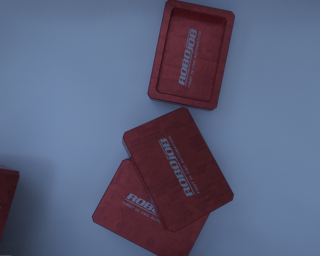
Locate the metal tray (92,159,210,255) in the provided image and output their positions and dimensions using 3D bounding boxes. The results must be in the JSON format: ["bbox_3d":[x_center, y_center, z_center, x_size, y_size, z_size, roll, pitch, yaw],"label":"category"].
[{"bbox_3d":[-0.009,0.107,0.406,0.130,0.030,0.090,28,86,-1],"label":"metal tray"}]

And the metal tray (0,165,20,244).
[{"bbox_3d":[-0.218,0.107,0.369,0.090,0.030,0.129,4,78,43],"label":"metal tray"}]

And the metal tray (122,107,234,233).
[{"bbox_3d":[0.020,0.049,0.384,0.091,0.030,0.130,-25,80,-15],"label":"metal tray"}]

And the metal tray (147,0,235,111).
[{"bbox_3d":[0.040,-0.094,0.409,0.091,0.030,0.129,11,90,-1],"label":"metal tray"}]
